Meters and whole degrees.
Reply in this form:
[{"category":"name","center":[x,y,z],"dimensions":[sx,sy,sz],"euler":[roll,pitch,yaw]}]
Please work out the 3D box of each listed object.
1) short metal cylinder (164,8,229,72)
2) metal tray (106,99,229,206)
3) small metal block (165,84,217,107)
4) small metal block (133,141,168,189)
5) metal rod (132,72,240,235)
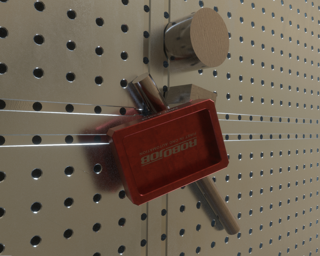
[{"category":"short metal cylinder","center":[0.053,-0.123,0.439],"dimensions":[0.081,0.050,0.079],"euler":[0,90,-40]},{"category":"metal tray","center":[0.012,0.025,0.372],"dimensions":[0.131,0.030,0.089],"euler":[-20,102,-19]},{"category":"small metal block","center":[0.042,-0.040,0.430],"dimensions":[0.050,0.050,0.025],"euler":[14,81,-40]},{"category":"small metal block","center":[-0.008,0.047,0.405],"dimensions":[0.050,0.025,0.050],"euler":[-18,102,-39]},{"category":"metal rod","center":[0.049,0.052,0.452],"dimensions":[0.025,0.025,0.299],"euler":[-47,118,-30]}]
